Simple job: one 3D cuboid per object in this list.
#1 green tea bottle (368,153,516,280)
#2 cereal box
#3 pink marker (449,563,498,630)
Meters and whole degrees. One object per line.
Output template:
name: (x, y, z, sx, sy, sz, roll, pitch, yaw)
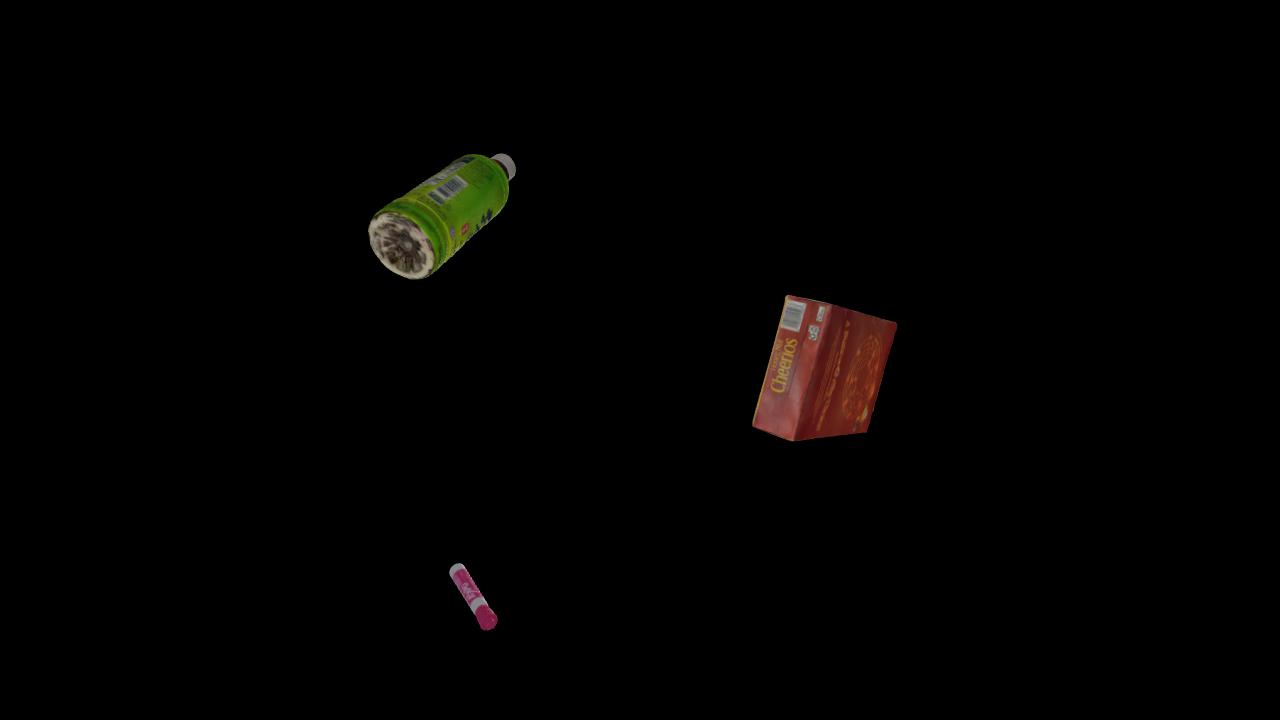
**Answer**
green tea bottle: (-0.183, -0.161, 0.622, 0.073, 0.073, 0.212, 0, 37, 22)
cereal box: (0.304, 0.017, 0.981, 0.081, 0.203, 0.306, 19, 10, 38)
pink marker: (-0.185, 0.261, 0.680, 0.020, 0.020, 0.121, 0, 11, -33)
